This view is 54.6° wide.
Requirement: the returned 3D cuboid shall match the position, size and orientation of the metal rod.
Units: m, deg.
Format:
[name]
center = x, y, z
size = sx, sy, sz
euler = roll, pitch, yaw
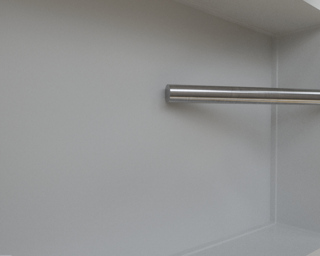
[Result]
[metal rod]
center = 0.155, -0.048, 0.459
size = 0.302, 0.025, 0.025
euler = 0, 91, -16
